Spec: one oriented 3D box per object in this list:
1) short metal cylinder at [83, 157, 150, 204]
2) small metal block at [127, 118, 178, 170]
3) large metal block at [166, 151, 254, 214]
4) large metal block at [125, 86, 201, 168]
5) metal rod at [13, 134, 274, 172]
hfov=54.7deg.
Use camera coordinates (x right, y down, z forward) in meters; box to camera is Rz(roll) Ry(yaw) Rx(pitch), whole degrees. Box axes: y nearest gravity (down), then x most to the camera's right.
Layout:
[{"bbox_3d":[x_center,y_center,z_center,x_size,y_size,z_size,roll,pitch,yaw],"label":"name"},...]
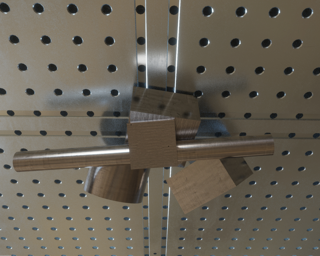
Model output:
[{"bbox_3d":[-0.057,0.066,0.418,0.081,0.080,0.050,15,86,-13],"label":"short metal cylinder"},{"bbox_3d":[-0.007,0.017,0.340,0.050,0.025,0.050,-4,95,3],"label":"small metal block"},{"bbox_3d":[0.069,0.066,0.419,0.080,0.050,0.080,-37,165,27],"label":"large metal block"},{"bbox_3d":[-0.001,0.000,0.390,0.081,0.050,0.079,8,130,-7],"label":"large metal block"},{"bbox_3d":[-0.022,0.030,0.367,0.302,0.025,0.025,-4,130,3],"label":"metal rod"}]
